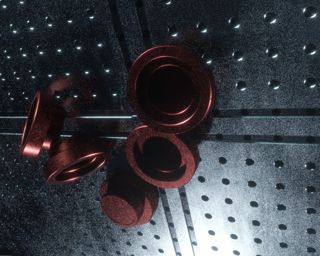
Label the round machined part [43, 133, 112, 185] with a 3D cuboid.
[{"bbox_3d":[-0.126,0.043,0.462,0.098,0.099,0.042,-42,69,39],"label":"round machined part"}]

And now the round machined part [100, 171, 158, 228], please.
[{"bbox_3d":[-0.057,0.122,0.504,0.098,0.042,0.097,13,124,20],"label":"round machined part"}]

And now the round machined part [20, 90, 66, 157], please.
[{"bbox_3d":[-0.174,-0.004,0.464,0.042,0.098,0.097,17,135,-28],"label":"round machined part"}]

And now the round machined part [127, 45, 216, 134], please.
[{"bbox_3d":[0.016,-0.045,0.354,0.098,0.042,0.097,7,109,21],"label":"round machined part"}]

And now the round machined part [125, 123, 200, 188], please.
[{"bbox_3d":[0.007,0.029,0.414,0.098,0.042,0.097,13,125,20],"label":"round machined part"}]
